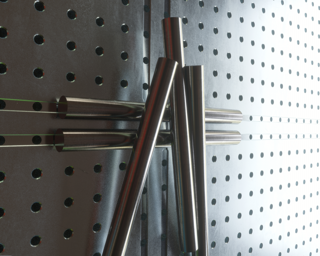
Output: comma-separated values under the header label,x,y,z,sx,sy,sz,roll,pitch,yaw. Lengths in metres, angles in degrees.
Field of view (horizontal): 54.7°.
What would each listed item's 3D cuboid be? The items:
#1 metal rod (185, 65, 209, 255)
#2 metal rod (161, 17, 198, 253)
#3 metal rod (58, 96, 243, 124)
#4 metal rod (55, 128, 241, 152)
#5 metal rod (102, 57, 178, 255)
label,x,y,z,sx,sy,sz,roll,pitch,yaw
metal rod,0.052,0.065,0.431,0.025,0.025,0.298,-14,106,-40
metal rod,0.026,0.012,0.401,0.025,0.025,0.298,-8,95,-40
metal rod,0.013,-0.020,0.423,0.302,0.025,0.025,1,90,-40
metal rod,0.010,0.014,0.420,0.302,0.025,0.025,1,90,-40
metal rod,-0.030,0.063,0.362,0.025,0.025,0.299,19,85,-39
